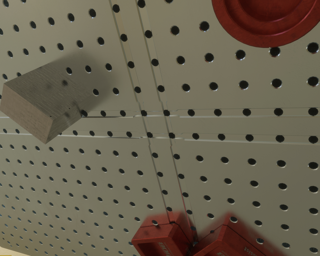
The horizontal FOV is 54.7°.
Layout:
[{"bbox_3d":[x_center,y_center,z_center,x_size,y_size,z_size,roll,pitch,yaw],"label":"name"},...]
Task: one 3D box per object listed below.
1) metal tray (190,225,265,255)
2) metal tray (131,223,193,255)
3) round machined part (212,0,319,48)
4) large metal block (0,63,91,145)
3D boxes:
[{"bbox_3d":[0.121,0.218,0.478,0.130,0.030,0.089,38,129,2],"label":"metal tray"},{"bbox_3d":[0.020,0.229,0.538,0.090,0.030,0.130,-20,108,35],"label":"metal tray"},{"bbox_3d":[0.098,-0.124,0.272,0.098,0.042,0.097,13,124,21],"label":"round machined part"},{"bbox_3d":[-0.160,-0.036,0.438,0.080,0.080,0.050,36,129,4],"label":"large metal block"}]
